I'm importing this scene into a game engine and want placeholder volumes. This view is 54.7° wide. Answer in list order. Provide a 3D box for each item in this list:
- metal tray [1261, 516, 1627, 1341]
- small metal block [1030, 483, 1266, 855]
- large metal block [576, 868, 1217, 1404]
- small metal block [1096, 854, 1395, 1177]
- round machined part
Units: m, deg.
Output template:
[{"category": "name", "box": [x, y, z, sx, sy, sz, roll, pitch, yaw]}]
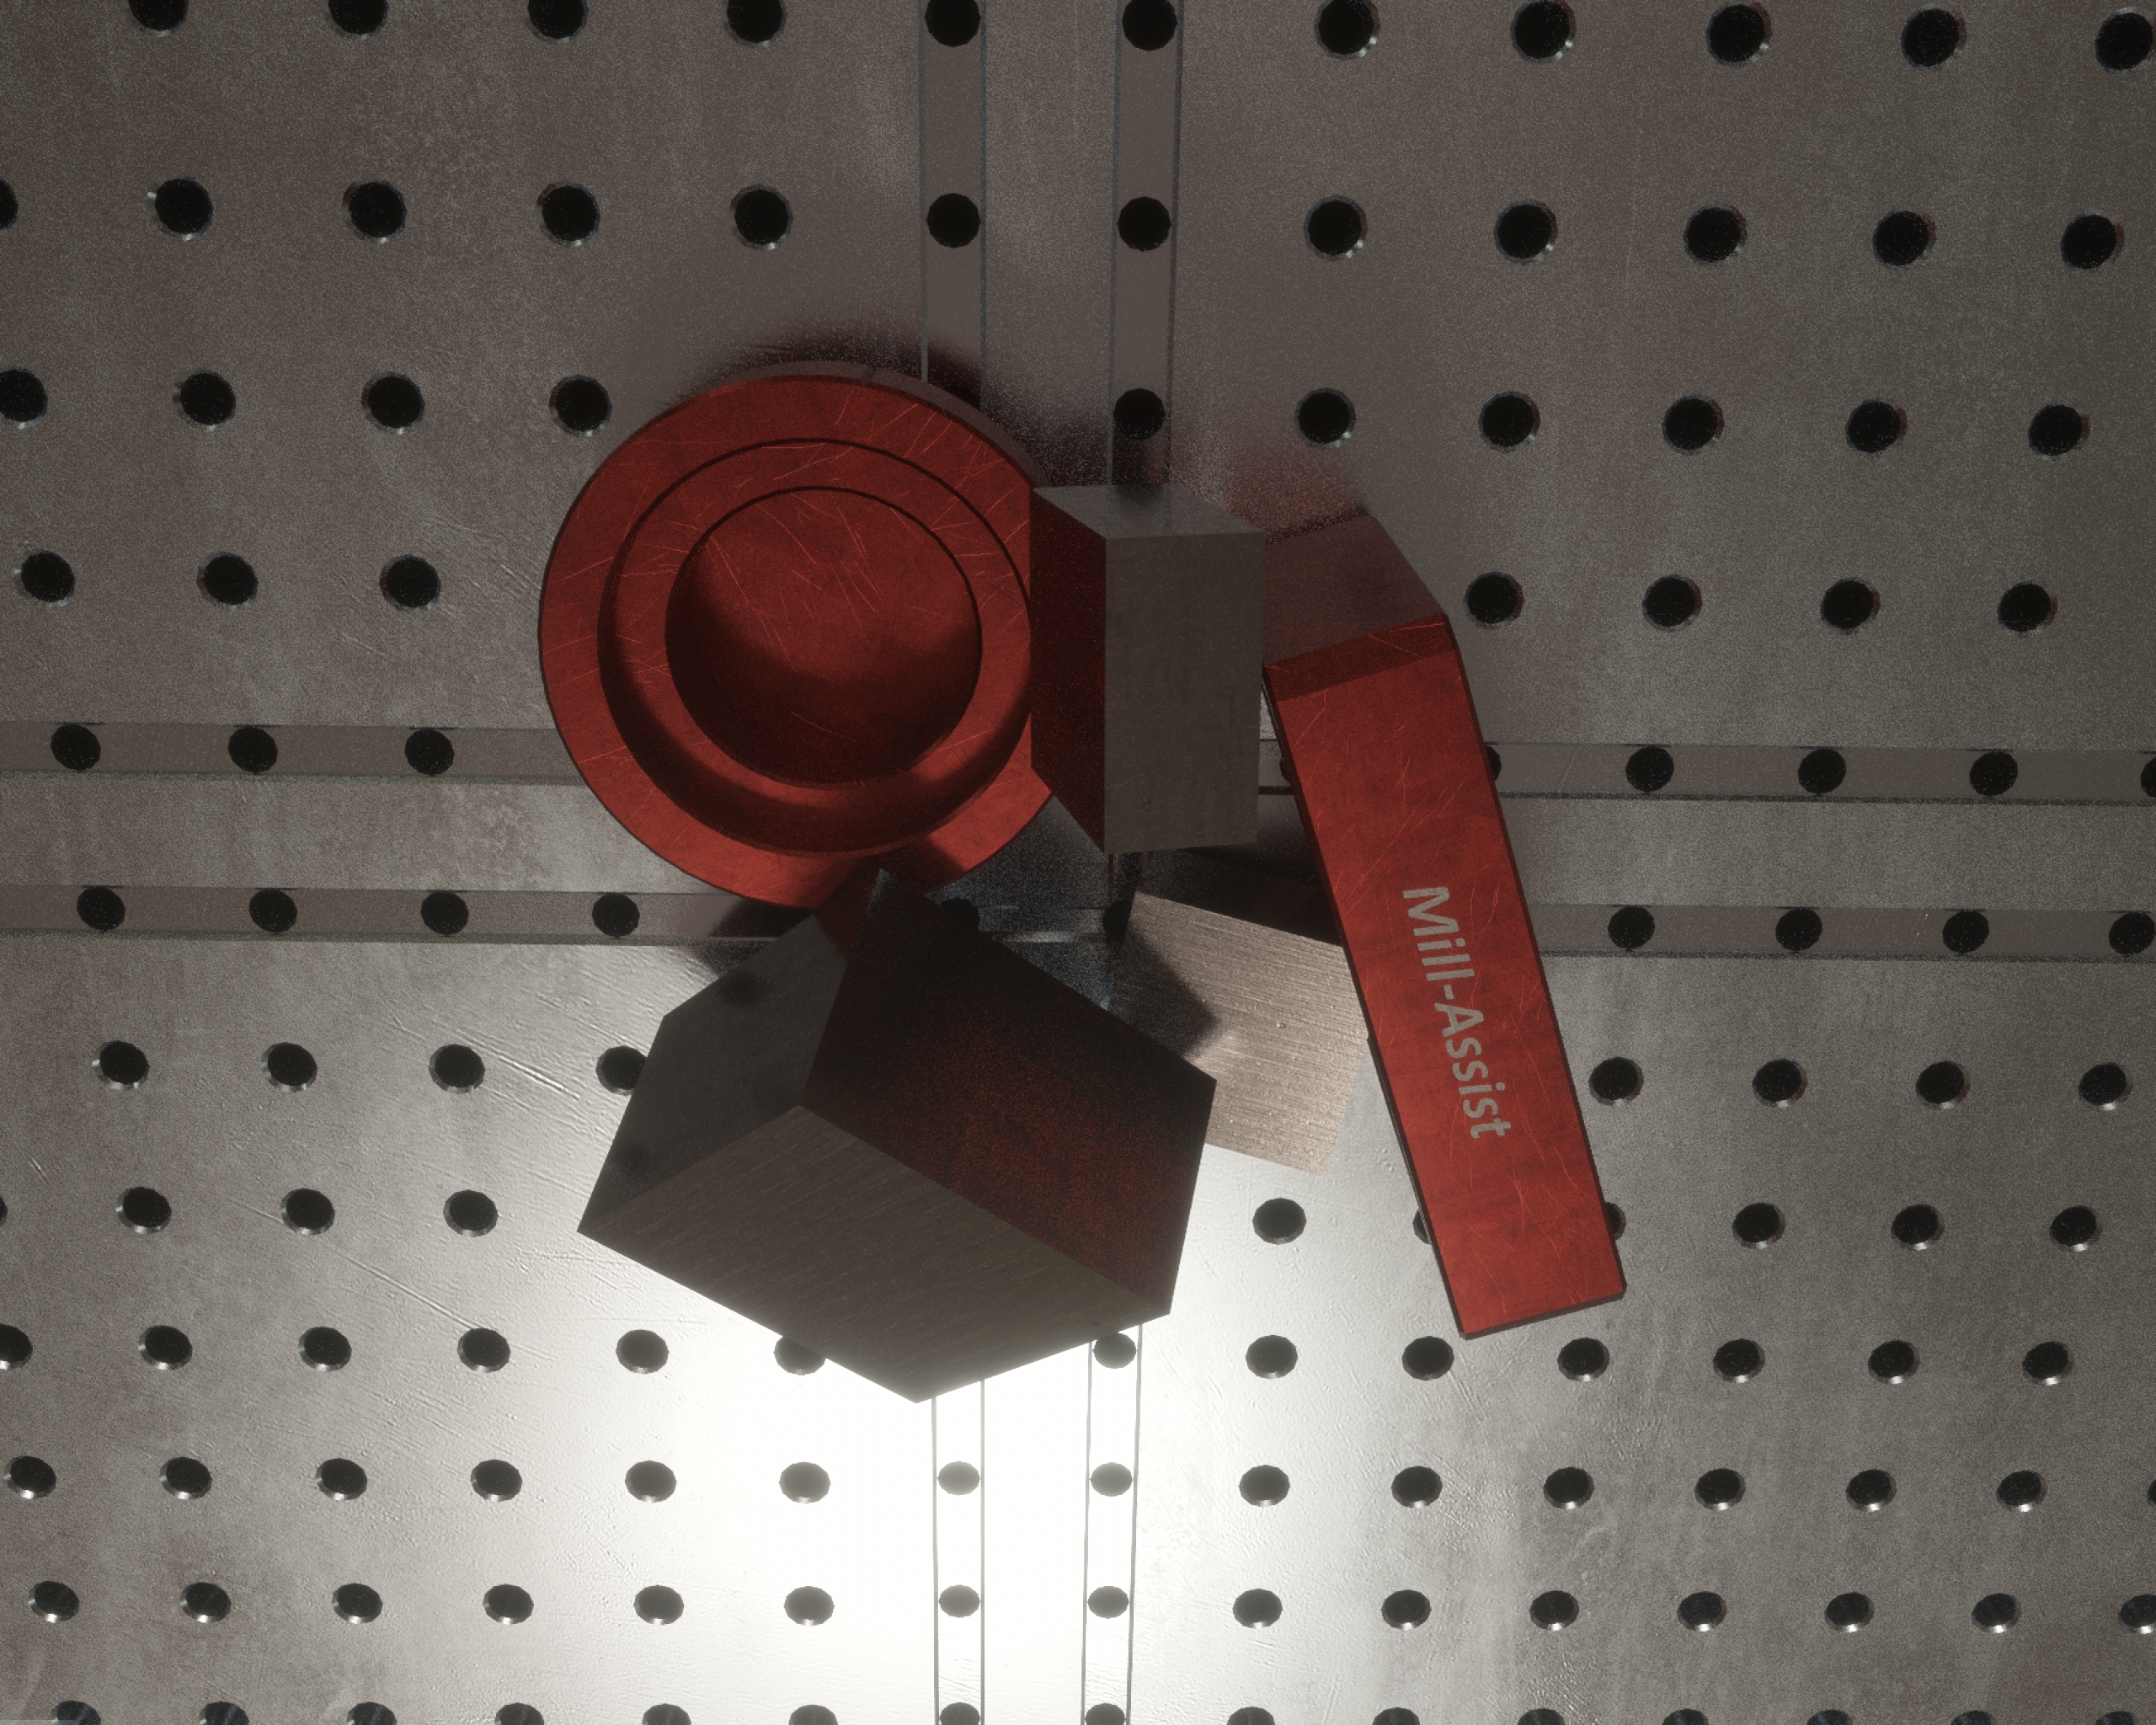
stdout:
[{"category": "metal tray", "box": [0.062, 0.009, 0.383, 0.030, 0.090, 0.129, -17, 110, 6]}, {"category": "small metal block", "box": [0.010, -0.034, 0.344, 0.025, 0.050, 0.050, -5, 109, -14]}, {"category": "large metal block", "box": [-0.034, 0.056, 0.396, 0.080, 0.050, 0.080, 34, 139, -23]}, {"category": "small metal block", "box": [0.033, 0.030, 0.419, 0.050, 0.025, 0.050, 15, 114, 5]}, {"category": "round machined part", "box": [-0.046, -0.044, 0.387, 0.099, 0.042, 0.097, 0, 110, -1]}]
